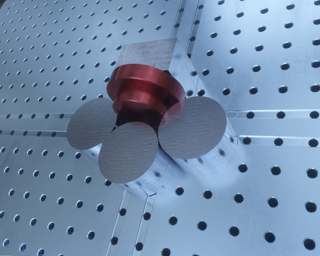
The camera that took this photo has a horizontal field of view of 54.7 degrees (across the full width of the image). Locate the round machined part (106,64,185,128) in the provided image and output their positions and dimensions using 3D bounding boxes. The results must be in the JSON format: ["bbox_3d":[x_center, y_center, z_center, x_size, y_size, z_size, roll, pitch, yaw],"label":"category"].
[{"bbox_3d":[-0.021,-0.034,0.391,0.098,0.098,0.042,2,62,29],"label":"round machined part"}]

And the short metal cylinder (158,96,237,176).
[{"bbox_3d":[0.045,0.010,0.363,0.080,0.050,0.080,-13,56,21],"label":"short metal cylinder"}]

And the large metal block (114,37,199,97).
[{"bbox_3d":[-0.003,-0.071,0.417,0.080,0.080,0.050,1,62,28],"label":"large metal block"}]

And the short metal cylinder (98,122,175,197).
[{"bbox_3d":[-0.028,0.039,0.384,0.080,0.050,0.080,-13,56,21],"label":"short metal cylinder"}]

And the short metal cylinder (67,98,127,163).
[{"bbox_3d":[-0.081,0.005,0.432,0.080,0.050,0.080,-13,56,21],"label":"short metal cylinder"}]
